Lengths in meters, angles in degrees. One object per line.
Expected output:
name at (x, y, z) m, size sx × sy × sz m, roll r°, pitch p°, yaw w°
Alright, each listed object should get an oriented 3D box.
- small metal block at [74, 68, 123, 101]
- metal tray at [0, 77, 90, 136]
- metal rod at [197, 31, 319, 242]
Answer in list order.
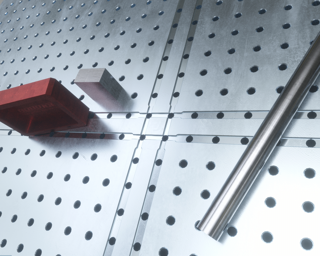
small metal block at (-0.095, -0.067, 0.482) m, size 0.050 × 0.050 × 0.025 m, roll 4°, pitch 64°, yaw 30°
metal tray at (-0.189, -0.028, 0.480) m, size 0.130 × 0.090 × 0.030 m, roll -9°, pitch 58°, yaw 23°
metal rod at (0.133, -0.012, 0.345) m, size 0.025 × 0.025 × 0.300 m, roll 27°, pitch 76°, yaw 37°
